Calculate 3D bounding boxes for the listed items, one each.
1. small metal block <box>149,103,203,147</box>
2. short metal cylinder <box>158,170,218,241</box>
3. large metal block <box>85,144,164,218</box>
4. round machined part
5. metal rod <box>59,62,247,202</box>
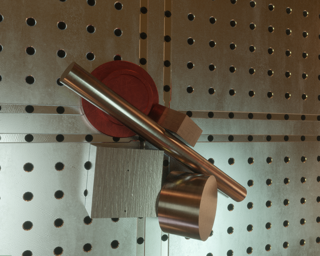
[{"bbox_3d":[0.019,-0.003,0.397,0.025,0.050,0.050,-60,142,-7],"label":"small metal block"},{"bbox_3d":[0.038,0.097,0.392,0.080,0.050,0.079,4,90,-65],"label":"short metal cylinder"},{"bbox_3d":[-0.045,0.064,0.381,0.081,0.050,0.080,5,88,-20],"label":"large metal block"},{"bbox_3d":[-0.047,-0.036,0.387,0.099,0.042,0.097,0,90,-21],"label":"round machined part"},{"bbox_3d":[0.012,0.021,0.384,0.301,0.025,0.025,36,78,-30],"label":"metal rod"}]
